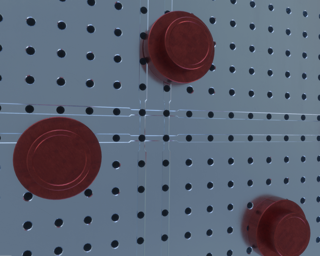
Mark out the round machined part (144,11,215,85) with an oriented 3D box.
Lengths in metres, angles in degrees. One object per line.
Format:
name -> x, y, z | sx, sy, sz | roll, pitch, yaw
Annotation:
round machined part -> 0.031, -0.109, 0.416 | 0.099, 0.042, 0.097 | 0, 90, -21

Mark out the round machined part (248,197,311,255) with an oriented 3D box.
round machined part -> 0.189, 0.159, 0.476 | 0.099, 0.042, 0.097 | 0, 90, -21

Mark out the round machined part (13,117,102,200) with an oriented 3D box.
round machined part -> -0.117, 0.035, 0.361 | 0.099, 0.042, 0.097 | 0, 90, -20
